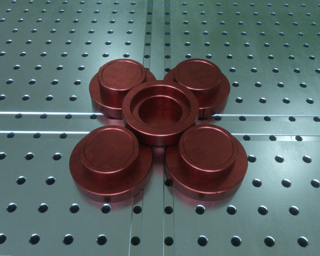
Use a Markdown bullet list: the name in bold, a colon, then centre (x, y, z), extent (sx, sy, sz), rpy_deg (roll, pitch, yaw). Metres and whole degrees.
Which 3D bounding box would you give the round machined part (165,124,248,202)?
- **round machined part**: centre (0.055, 0.034, 0.368), extent (0.099, 0.042, 0.098), rpy_deg (0, 50, 0)

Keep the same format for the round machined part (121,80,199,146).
- **round machined part**: centre (0.001, -0.015, 0.407), extent (0.099, 0.042, 0.098), rpy_deg (0, 50, 0)

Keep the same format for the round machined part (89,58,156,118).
- **round machined part**: centre (-0.053, -0.063, 0.448), extent (0.099, 0.042, 0.098), rpy_deg (0, 50, 0)

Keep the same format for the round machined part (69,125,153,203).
- **round machined part**: centre (-0.058, 0.035, 0.367), extent (0.099, 0.042, 0.098), rpy_deg (0, 50, 0)

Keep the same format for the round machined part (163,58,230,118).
- **round machined part**: centre (0.053, -0.064, 0.450), extent (0.099, 0.042, 0.098), rpy_deg (0, 50, 0)
